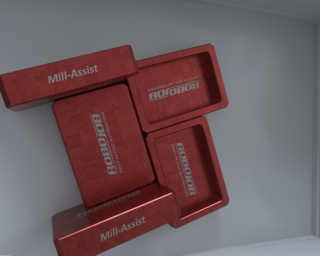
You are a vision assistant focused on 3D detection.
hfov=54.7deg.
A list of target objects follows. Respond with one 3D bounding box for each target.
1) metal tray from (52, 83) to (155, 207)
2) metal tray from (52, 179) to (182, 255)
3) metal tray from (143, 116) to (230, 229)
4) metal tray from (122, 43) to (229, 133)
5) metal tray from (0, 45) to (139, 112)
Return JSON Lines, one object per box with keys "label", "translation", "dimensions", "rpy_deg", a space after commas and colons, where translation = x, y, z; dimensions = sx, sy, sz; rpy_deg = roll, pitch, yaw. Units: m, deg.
{"label": "metal tray", "translation": [-0.068, 0.019, 0.380], "dimensions": [0.091, 0.030, 0.129], "rpy_deg": [-19, 97, -19]}
{"label": "metal tray", "translation": [-0.053, 0.101, 0.354], "dimensions": [0.131, 0.090, 0.030], "rpy_deg": [-18, 97, -19]}
{"label": "metal tray", "translation": [0.034, 0.057, 0.420], "dimensions": [0.091, 0.030, 0.129], "rpy_deg": [-19, 97, -19]}
{"label": "metal tray", "translation": [0.021, -0.054, 0.415], "dimensions": [0.131, 0.030, 0.089], "rpy_deg": [-18, 96, -20]}
{"label": "metal tray", "translation": [-0.098, -0.052, 0.336], "dimensions": [0.131, 0.090, 0.030], "rpy_deg": [-19, 97, -19]}
